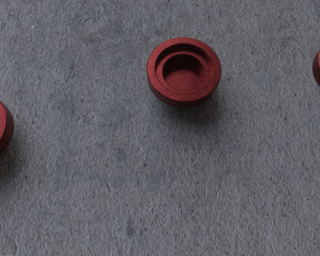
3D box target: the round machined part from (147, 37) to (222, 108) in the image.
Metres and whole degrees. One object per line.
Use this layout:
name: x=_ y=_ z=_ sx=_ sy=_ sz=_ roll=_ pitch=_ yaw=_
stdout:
round machined part: x=0.032 y=-0.071 z=0.425 sx=0.099 sy=0.042 sz=0.098 roll=0 pitch=70 yaw=0

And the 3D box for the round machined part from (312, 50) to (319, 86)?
round machined part: x=0.272 y=-0.089 z=0.433 sx=0.099 sy=0.042 sz=0.098 roll=0 pitch=70 yaw=0

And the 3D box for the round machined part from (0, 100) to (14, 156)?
round machined part: x=-0.236 y=0.005 z=0.396 sx=0.099 sy=0.042 sz=0.098 roll=0 pitch=70 yaw=0
